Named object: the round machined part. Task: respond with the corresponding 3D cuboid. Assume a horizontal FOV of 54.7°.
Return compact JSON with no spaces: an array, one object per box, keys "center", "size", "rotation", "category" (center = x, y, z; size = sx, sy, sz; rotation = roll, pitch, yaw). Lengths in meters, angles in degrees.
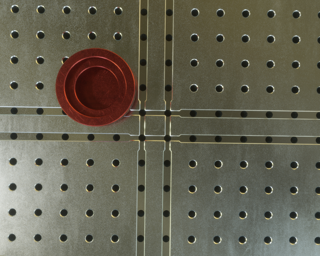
[{"center":[-0.080,-0.051,0.404],"size":[0.099,0.042,0.097],"rotation":[0,90,-1],"category":"round machined part"}]
